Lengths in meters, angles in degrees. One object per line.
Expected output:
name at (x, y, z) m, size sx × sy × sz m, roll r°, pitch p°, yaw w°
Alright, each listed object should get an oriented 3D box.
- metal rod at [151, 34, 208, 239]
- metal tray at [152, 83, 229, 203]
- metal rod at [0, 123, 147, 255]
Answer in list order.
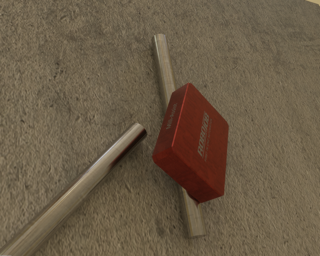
metal rod at (0.020, -0.008, 0.419) m, size 0.025 × 0.025 × 0.299 m, roll 5°, pitch 59°, yaw -26°
metal tray at (0.044, 0.014, 0.384) m, size 0.090 × 0.030 × 0.130 m, roll 44°, pitch 38°, yaw -22°
metal rod at (-0.106, 0.089, 0.291) m, size 0.025 × 0.025 × 0.301 m, roll 42°, pitch 51°, yaw 1°
